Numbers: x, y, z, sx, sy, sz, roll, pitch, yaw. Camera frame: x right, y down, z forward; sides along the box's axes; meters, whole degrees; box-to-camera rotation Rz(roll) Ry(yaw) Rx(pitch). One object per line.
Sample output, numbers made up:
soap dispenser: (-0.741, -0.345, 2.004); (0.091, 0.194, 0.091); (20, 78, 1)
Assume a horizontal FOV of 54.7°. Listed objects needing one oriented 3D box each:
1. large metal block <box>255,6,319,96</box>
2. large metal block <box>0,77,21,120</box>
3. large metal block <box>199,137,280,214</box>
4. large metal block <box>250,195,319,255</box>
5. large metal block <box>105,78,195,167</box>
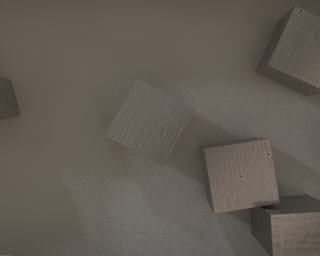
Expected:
large metal block: (0.184, -0.096, 0.401); (0.080, 0.050, 0.080); (24, 90, -1)
large metal block: (-0.235, -0.031, 0.381); (0.080, 0.080, 0.050); (-15, 90, 0)
large metal block: (0.099, 0.058, 0.400); (0.081, 0.050, 0.080); (-9, 90, -1)
large metal block: (0.165, 0.119, 0.386); (0.081, 0.080, 0.050); (-3, 90, -1)
large metal block: (-0.012, -0.007, 0.399); (0.080, 0.050, 0.080); (29, 90, -1)
